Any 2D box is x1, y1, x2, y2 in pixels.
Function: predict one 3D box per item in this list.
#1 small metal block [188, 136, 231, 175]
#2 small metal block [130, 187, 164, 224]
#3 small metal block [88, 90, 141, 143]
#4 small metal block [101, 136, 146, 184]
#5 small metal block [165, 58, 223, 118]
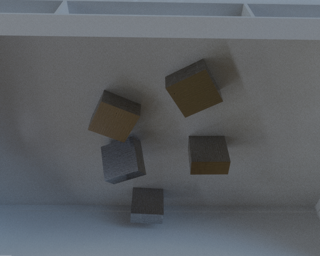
[{"bbox_3d":[0.066,0.037,0.424,0.050,0.050,0.025,0,130,0],"label":"small metal block"},{"bbox_3d":[-0.020,0.124,0.498,0.050,0.050,0.025,4,130,-3],"label":"small metal block"},{"bbox_3d":[-0.058,-0.014,0.396,0.050,0.025,0.050,21,127,-17],"label":"small metal block"},{"bbox_3d":[-0.051,0.045,0.426,0.050,0.050,0.025,-19,154,15],"label":"small metal block"},{"bbox_3d":[0.041,-0.046,0.370,0.050,0.025,0.050,-24,127,18],"label":"small metal block"}]
